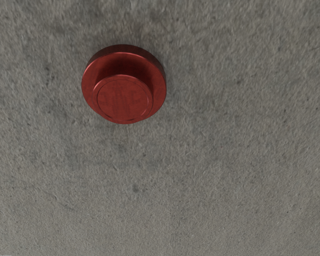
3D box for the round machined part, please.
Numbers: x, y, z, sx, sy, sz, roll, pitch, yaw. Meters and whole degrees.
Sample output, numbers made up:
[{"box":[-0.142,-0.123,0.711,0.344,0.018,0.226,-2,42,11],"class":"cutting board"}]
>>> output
[{"box":[-0.042,-0.043,0.359,0.099,0.042,0.097,-1,130,0],"class":"round machined part"}]
